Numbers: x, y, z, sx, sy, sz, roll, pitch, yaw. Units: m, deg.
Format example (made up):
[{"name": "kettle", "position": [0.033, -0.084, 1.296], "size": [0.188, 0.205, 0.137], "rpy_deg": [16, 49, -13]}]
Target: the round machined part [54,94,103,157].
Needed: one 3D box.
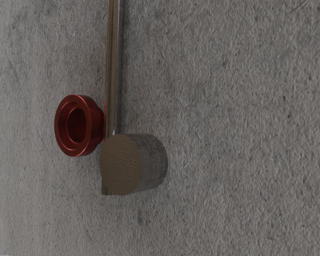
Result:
[{"name": "round machined part", "position": [-0.124, -0.004, 0.496], "size": [0.098, 0.042, 0.097], "rpy_deg": [0, 90, 40]}]

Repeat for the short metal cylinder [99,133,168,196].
[{"name": "short metal cylinder", "position": [-0.036, 0.047, 0.419], "size": [0.080, 0.050, 0.079], "rpy_deg": [0, 90, 40]}]

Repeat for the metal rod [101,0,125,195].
[{"name": "metal rod", "position": [-0.070, -0.050, 0.462], "size": [0.025, 0.025, 0.298], "rpy_deg": [4, 93, 40]}]
